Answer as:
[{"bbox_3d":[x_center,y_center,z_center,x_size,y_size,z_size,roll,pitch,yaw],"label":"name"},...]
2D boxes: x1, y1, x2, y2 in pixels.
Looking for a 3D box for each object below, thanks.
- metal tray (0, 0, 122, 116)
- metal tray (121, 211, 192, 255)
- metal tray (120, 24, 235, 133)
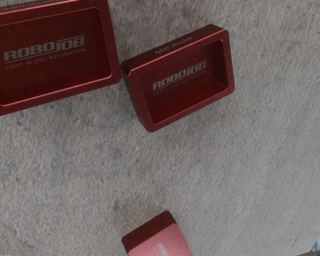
[{"bbox_3d":[-0.109,-0.073,0.299,0.131,0.030,0.089,-19,126,-18],"label":"metal tray"},{"bbox_3d":[0.000,0.210,0.536,0.090,0.030,0.129,-30,129,-10],"label":"metal tray"},{"bbox_3d":[0.026,-0.061,0.381,0.131,0.030,0.090,-27,128,-12],"label":"metal tray"}]
